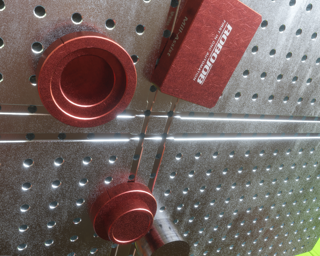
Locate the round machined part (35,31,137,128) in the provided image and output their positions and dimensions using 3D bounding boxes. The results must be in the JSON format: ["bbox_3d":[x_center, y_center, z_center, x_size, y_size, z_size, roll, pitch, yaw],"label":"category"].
[{"bbox_3d":[-0.078,-0.053,0.325,0.099,0.042,0.097,-14,124,-21],"label":"round machined part"}]

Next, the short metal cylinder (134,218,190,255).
[{"bbox_3d":[0.003,0.200,0.520,0.081,0.050,0.079,-14,124,-21],"label":"short metal cylinder"}]

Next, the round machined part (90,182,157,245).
[{"bbox_3d":[-0.049,0.131,0.455,0.099,0.042,0.097,-14,124,-21],"label":"round machined part"}]

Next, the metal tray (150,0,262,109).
[{"bbox_3d":[0.056,-0.095,0.380,0.091,0.030,0.129,15,111,-34],"label":"metal tray"}]
